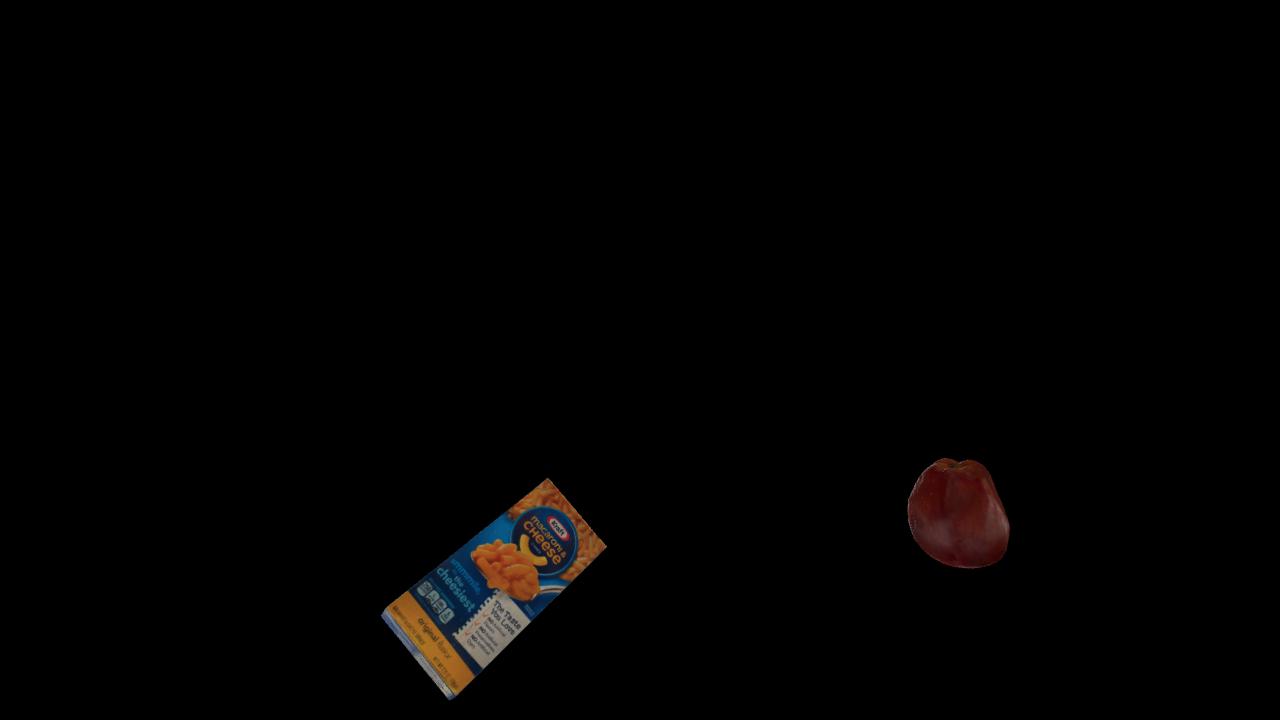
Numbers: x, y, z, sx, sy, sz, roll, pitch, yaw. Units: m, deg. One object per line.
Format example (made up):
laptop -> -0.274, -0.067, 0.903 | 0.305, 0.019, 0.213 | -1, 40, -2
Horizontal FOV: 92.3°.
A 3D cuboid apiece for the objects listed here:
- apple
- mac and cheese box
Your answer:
apple -> 0.277, 0.135, 0.538 | 0.079, 0.093, 0.079 | -10, 10, 2
mac and cheese box -> -0.124, 0.198, 0.557 | 0.184, 0.093, 0.041 | -37, -10, -40
